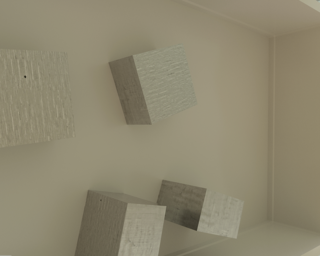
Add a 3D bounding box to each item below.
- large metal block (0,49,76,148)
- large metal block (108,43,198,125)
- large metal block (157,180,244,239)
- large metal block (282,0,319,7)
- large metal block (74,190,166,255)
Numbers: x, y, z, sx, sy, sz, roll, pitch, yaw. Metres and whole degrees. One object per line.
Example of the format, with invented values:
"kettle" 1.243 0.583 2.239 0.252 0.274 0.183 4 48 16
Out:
"large metal block" -0.130 -0.027 0.283 0.081 0.050 0.079 -8 96 -40
"large metal block" -0.007 -0.055 0.387 0.081 0.050 0.080 -25 106 -37
"large metal block" 0.052 0.108 0.417 0.080 0.080 0.050 25 75 -38
"large metal block" 0.292 -0.288 0.621 0.081 0.080 0.050 2 89 -40
"large metal block" -0.045 0.115 0.335 0.050 0.080 0.080 17 79 -39
